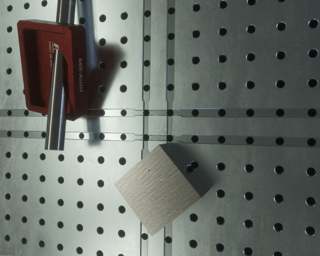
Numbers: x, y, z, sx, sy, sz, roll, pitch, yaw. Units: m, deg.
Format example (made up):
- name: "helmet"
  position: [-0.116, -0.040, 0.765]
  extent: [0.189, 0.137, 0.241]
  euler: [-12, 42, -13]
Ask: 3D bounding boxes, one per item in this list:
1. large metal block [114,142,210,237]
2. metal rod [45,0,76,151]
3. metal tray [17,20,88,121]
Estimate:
- name: "large metal block"
  position: [0.003, 0.076, 0.398]
  extent: [0.080, 0.050, 0.080]
  euler: [-42, 77, 15]
- name: "metal rod"
  position: [-0.138, -0.118, 0.440]
  extent: [0.025, 0.025, 0.298]
  euler: [0, 82, 20]
- name: "metal tray"
  position: [-0.150, -0.082, 0.439]
  extent: [0.090, 0.030, 0.129]
  euler: [13, 115, 19]
